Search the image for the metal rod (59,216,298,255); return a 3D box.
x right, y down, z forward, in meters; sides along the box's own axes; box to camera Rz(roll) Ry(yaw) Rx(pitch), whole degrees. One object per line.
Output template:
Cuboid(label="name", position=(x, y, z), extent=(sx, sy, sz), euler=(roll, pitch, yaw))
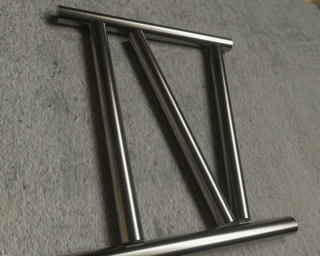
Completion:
Cuboid(label="metal rod", position=(0.044, 0.130, 0.350), extent=(0.303, 0.025, 0.025), euler=(1, 62, -28))

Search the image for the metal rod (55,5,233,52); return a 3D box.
Cuboid(label="metal rod", position=(-0.008, -0.154, 0.496), extent=(0.303, 0.025, 0.025), euler=(1, 62, -28))

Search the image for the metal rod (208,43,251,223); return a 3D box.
Cuboid(label="metal rod", position=(0.099, -0.012, 0.467), extent=(0.025, 0.025, 0.299), euler=(13, 56, -22))

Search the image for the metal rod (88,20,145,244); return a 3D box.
Cuboid(label="metal rod", position=(-0.059, -0.014, 0.382), extent=(0.025, 0.025, 0.299), euler=(1, 61, -28))

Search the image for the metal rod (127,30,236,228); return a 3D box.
Cuboid(label="metal rod", position=(0.022, -0.012, 0.425), extent=(0.025, 0.025, 0.299), euler=(-12, 68, -34))
